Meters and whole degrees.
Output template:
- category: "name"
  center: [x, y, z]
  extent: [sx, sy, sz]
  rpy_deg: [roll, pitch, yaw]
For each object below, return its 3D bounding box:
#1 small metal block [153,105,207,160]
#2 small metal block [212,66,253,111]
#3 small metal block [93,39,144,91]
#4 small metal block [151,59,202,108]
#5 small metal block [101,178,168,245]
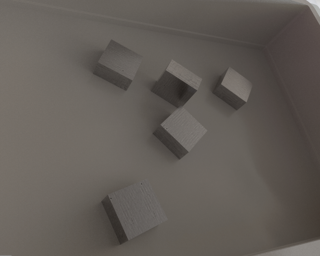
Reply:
- category: "small metal block"
  center: [0.027, 0.005, 0.417]
  extent: [0.050, 0.025, 0.050]
  rpy_deg: [44, 51, 2]
- category: "small metal block"
  center: [0.120, -0.065, 0.510]
  extent: [0.050, 0.025, 0.050]
  rpy_deg: [35, 51, -6]
- category: "small metal block"
  center: [-0.057, -0.087, 0.428]
  extent: [0.050, 0.025, 0.050]
  rpy_deg: [27, 52, -12]
- category: "small metal block"
  center: [0.023, -0.061, 0.439]
  extent: [0.050, 0.050, 0.025]
  rpy_deg: [32, 52, -8]
- category: "small metal block"
  center: [-0.028, 0.090, 0.336]
  extent: [0.050, 0.025, 0.050]
  rpy_deg: [-17, 71, -35]
